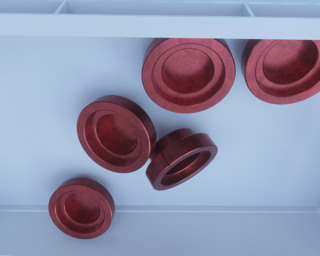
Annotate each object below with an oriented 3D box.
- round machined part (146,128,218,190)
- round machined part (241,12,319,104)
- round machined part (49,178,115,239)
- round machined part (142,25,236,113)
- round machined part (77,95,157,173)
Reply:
[{"bbox_3d":[0.024,0.037,0.410,0.099,0.042,0.098,-26,153,-14],"label":"round machined part"},{"bbox_3d":[0.137,-0.077,0.334,0.099,0.042,0.097,0,130,0],"label":"round machined part"},{"bbox_3d":[-0.118,0.121,0.485,0.099,0.042,0.097,2,109,6],"label":"round machined part"},{"bbox_3d":[0.030,-0.067,0.341,0.099,0.042,0.097,0,130,0],"label":"round machined part"},{"bbox_3d":[-0.050,0.004,0.386,0.098,0.042,0.097,10,120,18],"label":"round machined part"}]
